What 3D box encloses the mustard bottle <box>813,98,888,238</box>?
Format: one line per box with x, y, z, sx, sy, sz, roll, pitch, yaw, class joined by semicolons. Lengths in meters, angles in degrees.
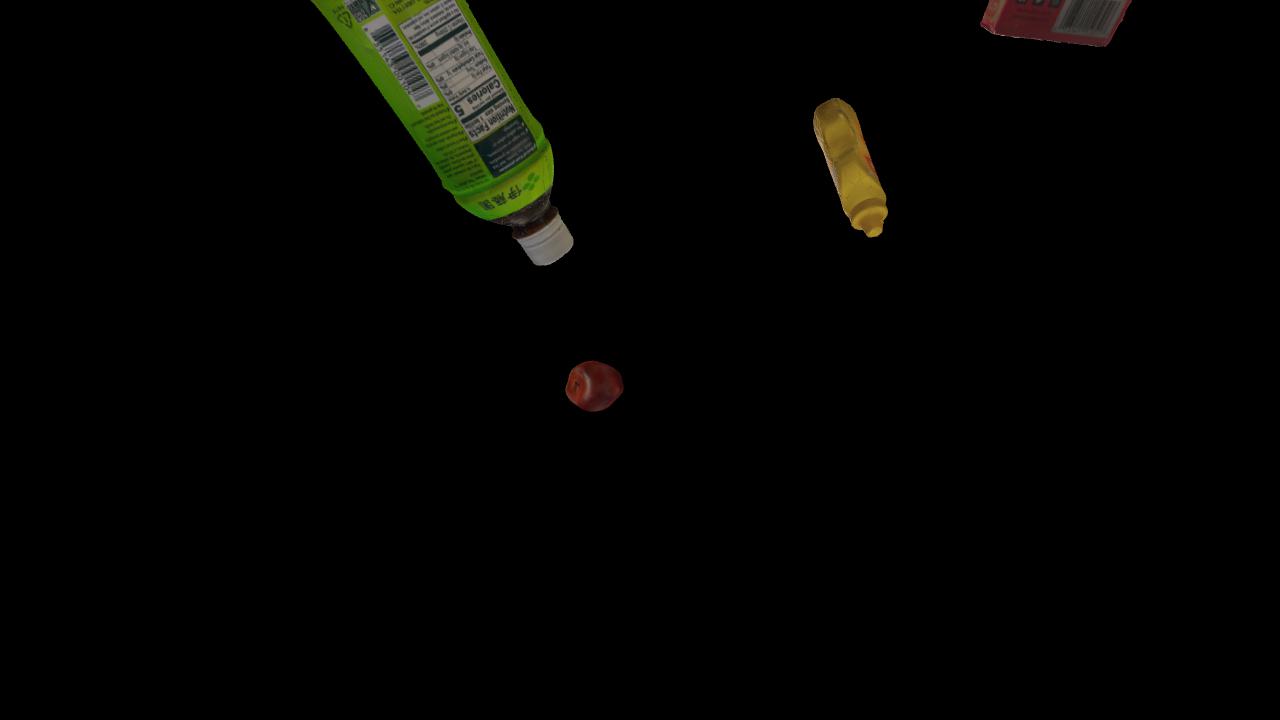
0.262;-0.226;0.754;0.054;0.184;0.092;-19;-29;21;mustard bottle

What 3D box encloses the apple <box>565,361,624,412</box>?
-0.068;0.040;0.947;0.079;0.079;0.093;0;-4;41;apple

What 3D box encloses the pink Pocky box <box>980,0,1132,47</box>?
0.295;-0.290;0.392;0.084;0.155;0.029;5;40;-2;pink Pocky box

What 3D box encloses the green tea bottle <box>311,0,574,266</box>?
-0.102;-0.143;0.340;0.073;0.212;0.073;-21;34;15;green tea bottle
